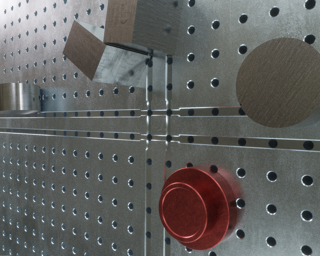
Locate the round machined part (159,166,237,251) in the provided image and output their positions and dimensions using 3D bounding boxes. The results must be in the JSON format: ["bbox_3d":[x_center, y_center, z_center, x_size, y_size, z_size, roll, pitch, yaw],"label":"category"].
[{"bbox_3d":[0.037,0.096,0.368,0.098,0.042,0.097,0,90,40],"label":"round machined part"}]

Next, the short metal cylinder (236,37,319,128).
[{"bbox_3d":[0.120,-0.040,0.294,0.080,0.050,0.080,0,90,40],"label":"short metal cylinder"}]

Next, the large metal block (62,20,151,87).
[{"bbox_3d":[-0.075,-0.103,0.436,0.080,0.081,0.050,42,116,32],"label":"large metal block"}]

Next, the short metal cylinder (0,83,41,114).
[{"bbox_3d":[-0.274,-0.055,0.601,0.080,0.081,0.050,-5,87,40],"label":"short metal cylinder"}]

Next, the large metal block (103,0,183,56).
[{"bbox_3d":[-0.019,-0.139,0.389,0.050,0.081,0.079,14,99,39],"label":"large metal block"}]
